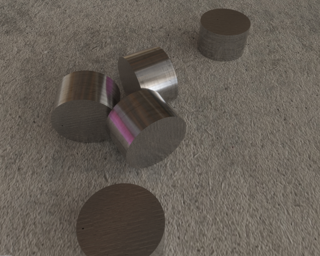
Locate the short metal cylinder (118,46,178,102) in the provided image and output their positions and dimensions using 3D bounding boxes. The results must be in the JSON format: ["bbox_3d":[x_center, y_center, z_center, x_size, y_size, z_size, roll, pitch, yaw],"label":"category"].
[{"bbox_3d":[-0.017,-0.066,0.423,0.050,0.080,0.080,-23,54,-18],"label":"short metal cylinder"}]

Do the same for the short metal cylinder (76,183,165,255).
[{"bbox_3d":[-0.036,0.101,0.301,0.080,0.050,0.080,0,50,0],"label":"short metal cylinder"}]

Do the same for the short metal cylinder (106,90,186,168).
[{"bbox_3d":[-0.016,0.002,0.366,0.081,0.080,0.050,-26,55,-20],"label":"short metal cylinder"}]

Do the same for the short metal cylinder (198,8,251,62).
[{"bbox_3d":[0.106,-0.156,0.519,0.080,0.050,0.080,0,50,0],"label":"short metal cylinder"}]

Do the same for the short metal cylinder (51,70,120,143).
[{"bbox_3d":[-0.091,-0.025,0.388,0.081,0.080,0.050,-3,50,-3],"label":"short metal cylinder"}]
